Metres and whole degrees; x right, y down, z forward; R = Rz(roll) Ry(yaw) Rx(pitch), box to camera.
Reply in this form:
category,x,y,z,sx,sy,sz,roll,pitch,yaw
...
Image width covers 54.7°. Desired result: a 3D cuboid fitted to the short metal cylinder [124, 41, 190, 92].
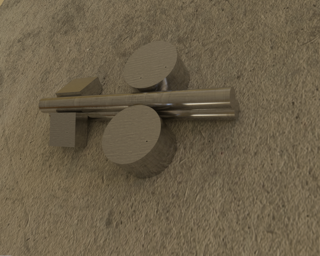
category,x,y,z,sx,sy,sz,roll,pitch,yaw
short metal cylinder,-0.004,-0.075,0.437,0.080,0.050,0.080,-13,56,21

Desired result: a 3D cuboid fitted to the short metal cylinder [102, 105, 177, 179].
category,x,y,z,sx,sy,sz,roll,pitch,yaw
short metal cylinder,-0.025,0.018,0.391,0.080,0.050,0.080,-13,56,21

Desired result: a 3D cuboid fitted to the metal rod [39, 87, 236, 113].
category,x,y,z,sx,sy,sz,roll,pitch,yaw
metal rod,-0.050,-0.035,0.421,0.300,0.025,0.025,0,62,28

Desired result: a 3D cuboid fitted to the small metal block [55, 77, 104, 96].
category,x,y,z,sx,sy,sz,roll,pitch,yaw
small metal block,-0.128,-0.058,0.497,0.050,0.025,0.050,0,35,28

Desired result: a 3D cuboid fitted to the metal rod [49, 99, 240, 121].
category,x,y,z,sx,sy,sz,roll,pitch,yaw
metal rod,-0.040,-0.023,0.441,0.300,0.025,0.025,0,62,28

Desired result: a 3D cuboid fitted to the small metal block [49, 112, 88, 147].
category,x,y,z,sx,sy,sz,roll,pitch,yaw
small metal block,-0.137,0.003,0.463,0.050,0.025,0.050,1,89,28
